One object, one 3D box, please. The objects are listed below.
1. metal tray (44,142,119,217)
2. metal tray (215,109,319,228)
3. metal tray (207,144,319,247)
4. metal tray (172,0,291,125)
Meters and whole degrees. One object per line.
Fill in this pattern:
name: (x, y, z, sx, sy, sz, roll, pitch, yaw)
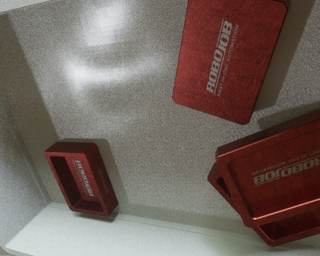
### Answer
metal tray: (-0.132, 0.087, 0.526, 0.090, 0.030, 0.129, 0, 118, 28)
metal tray: (0.135, 0.042, 0.325, 0.130, 0.030, 0.090, -23, 101, 14)
metal tray: (0.135, 0.082, 0.384, 0.130, 0.030, 0.090, 47, 129, -6)
metal tray: (0.068, -0.075, 0.323, 0.090, 0.030, 0.129, 20, 126, 16)
